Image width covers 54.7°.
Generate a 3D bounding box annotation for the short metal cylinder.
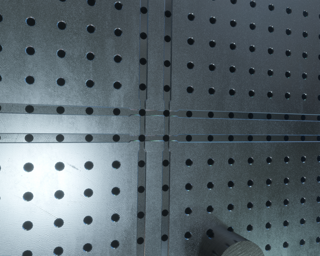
[{"bbox_3d":[0.101,0.191,0.439,0.081,0.050,0.079,0,90,-21],"label":"short metal cylinder"}]
